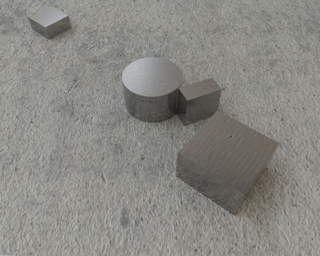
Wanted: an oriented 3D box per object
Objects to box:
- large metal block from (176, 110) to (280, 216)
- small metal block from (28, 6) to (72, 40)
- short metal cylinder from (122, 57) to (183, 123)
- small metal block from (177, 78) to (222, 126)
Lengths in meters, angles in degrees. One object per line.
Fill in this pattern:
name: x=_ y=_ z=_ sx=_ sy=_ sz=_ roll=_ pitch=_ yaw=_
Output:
large metal block: x=0.076 y=0.037 z=0.357 sx=0.080 sy=0.050 sz=0.080 roll=32 pitch=57 yaw=23
small metal block: x=-0.199 y=-0.191 z=0.561 sx=0.050 sy=0.025 sz=0.050 roll=33 pitch=57 yaw=24
short metal cylinder: x=-0.010 y=-0.054 z=0.432 sx=0.081 sy=0.050 sz=0.080 roll=0 pitch=50 yaw=0
small metal block: x=0.051 y=-0.035 z=0.417 sx=0.050 sy=0.050 sz=0.025 roll=-19 pitch=53 yaw=-16
